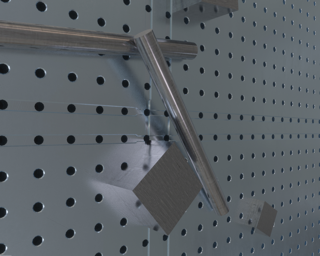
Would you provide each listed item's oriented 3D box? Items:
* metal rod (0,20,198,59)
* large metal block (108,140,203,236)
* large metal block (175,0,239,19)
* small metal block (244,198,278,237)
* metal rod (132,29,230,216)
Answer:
[{"bbox_3d":[-0.070,-0.097,0.349,0.302,0.025,0.025,-7,95,-40],"label":"metal rod"},{"bbox_3d":[-0.003,0.072,0.391,0.080,0.050,0.080,-48,119,-29],"label":"large metal block"},{"bbox_3d":[0.066,-0.209,0.447,0.081,0.050,0.079,-7,95,-40],"label":"large metal block"},{"bbox_3d":[0.185,0.163,0.564,0.050,0.025,0.050,38,67,-34],"label":"small metal block"},{"bbox_3d":[0.039,0.011,0.424,0.025,0.025,0.299,-44,122,-31],"label":"metal rod"}]
